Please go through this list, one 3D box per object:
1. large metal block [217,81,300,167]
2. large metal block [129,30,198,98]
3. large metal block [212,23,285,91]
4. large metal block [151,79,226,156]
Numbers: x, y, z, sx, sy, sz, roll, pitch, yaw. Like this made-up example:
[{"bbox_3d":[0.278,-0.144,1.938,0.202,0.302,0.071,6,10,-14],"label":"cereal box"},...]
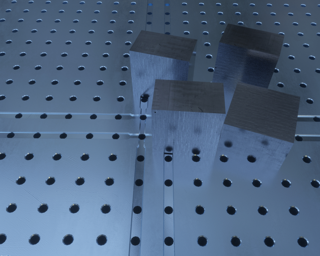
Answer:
[{"bbox_3d":[0.127,-0.007,0.399,0.080,0.050,0.080,17,52,13],"label":"large metal block"},{"bbox_3d":[0.005,-0.086,0.444,0.080,0.080,0.050,13,51,10],"label":"large metal block"},{"bbox_3d":[0.127,-0.097,0.455,0.080,0.080,0.050,17,52,13],"label":"large metal block"},{"bbox_3d":[0.033,-0.011,0.382,0.080,0.080,0.050,4,50,2],"label":"large metal block"}]
